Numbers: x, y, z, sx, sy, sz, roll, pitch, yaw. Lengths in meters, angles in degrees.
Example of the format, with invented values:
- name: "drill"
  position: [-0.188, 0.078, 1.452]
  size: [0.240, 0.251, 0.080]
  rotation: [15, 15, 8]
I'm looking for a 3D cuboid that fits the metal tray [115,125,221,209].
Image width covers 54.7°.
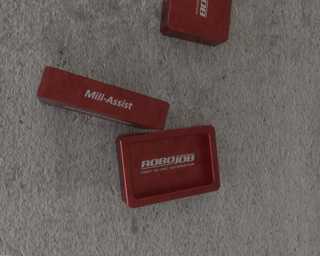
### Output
- name: "metal tray"
  position: [0.012, 0.047, 0.410]
  size: [0.131, 0.030, 0.089]
  rotation: [-7, 93, -20]

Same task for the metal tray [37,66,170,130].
- name: "metal tray"
  position: [-0.066, -0.028, 0.349]
  size: [0.131, 0.090, 0.030]
  rotation: [15, 85, -20]

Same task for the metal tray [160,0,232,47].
- name: "metal tray"
  position: [0.053, -0.186, 0.425]
  size: [0.091, 0.030, 0.129]
  rotation: [7, 88, -20]
